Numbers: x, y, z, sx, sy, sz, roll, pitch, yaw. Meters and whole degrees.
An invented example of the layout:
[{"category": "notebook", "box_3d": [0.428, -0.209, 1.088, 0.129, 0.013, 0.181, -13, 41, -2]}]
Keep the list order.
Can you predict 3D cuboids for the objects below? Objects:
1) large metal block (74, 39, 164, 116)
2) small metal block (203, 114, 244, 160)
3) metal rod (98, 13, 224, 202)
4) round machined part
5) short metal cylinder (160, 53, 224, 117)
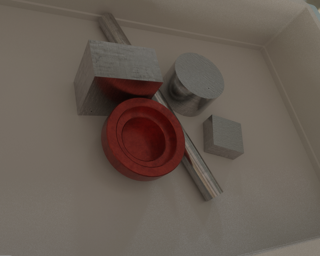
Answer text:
[{"category": "large metal block", "box_3d": [-0.054, -0.056, 0.377, 0.081, 0.080, 0.050, 0, 62, -28]}, {"category": "small metal block", "box_3d": [0.091, 0.014, 0.449, 0.050, 0.025, 0.050, 16, 55, -20]}, {"category": "metal rod", "box_3d": [-0.006, -0.038, 0.426, 0.025, 0.025, 0.299, -21, 73, -36]}, {"category": "round machined part", "box_3d": [-0.023, 0.016, 0.370, 0.099, 0.042, 0.098, 12, 62, -24]}, {"category": "short metal cylinder", "box_3d": [0.046, -0.063, 0.455, 0.081, 0.050, 0.080, 14, 56, -21]}]
